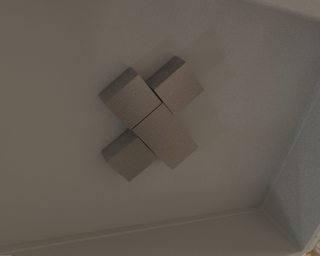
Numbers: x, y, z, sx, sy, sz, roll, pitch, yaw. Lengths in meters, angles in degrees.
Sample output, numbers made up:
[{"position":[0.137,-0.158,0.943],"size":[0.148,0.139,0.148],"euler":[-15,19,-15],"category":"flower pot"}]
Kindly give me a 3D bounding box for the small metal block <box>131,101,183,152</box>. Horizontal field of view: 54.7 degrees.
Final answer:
[{"position":[-0.007,-0.006,0.397],"size":[0.050,0.025,0.050],"euler":[-41,130,0],"category":"small metal block"}]

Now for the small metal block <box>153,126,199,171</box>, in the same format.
[{"position":[0.018,0.023,0.430],"size":[0.050,0.025,0.050],"euler":[-41,130,0],"category":"small metal block"}]

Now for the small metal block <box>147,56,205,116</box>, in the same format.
[{"position":[0.019,-0.052,0.384],"size":[0.050,0.025,0.050],"euler":[-42,130,-1],"category":"small metal block"}]

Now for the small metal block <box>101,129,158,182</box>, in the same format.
[{"position":[-0.039,0.036,0.407],"size":[0.050,0.025,0.050],"euler":[-40,130,0],"category":"small metal block"}]

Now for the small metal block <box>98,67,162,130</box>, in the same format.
[{"position":[-0.035,-0.034,0.366],"size":[0.050,0.025,0.050],"euler":[-41,130,0],"category":"small metal block"}]
